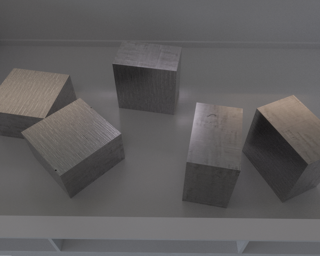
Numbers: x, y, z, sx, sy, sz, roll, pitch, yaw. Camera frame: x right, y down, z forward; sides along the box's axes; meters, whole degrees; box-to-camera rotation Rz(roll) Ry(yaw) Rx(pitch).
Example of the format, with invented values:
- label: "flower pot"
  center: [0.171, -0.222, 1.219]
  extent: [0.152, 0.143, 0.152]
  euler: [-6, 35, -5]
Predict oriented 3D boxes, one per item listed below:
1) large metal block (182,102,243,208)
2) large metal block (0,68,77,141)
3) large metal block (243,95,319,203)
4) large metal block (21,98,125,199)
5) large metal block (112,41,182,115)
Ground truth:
- label: "large metal block"
  center: [0.057, 0.031, 0.344]
  extent: [0.050, 0.080, 0.080]
  euler: [9, 51, 7]
- label: "large metal block"
  center: [-0.168, -0.031, 0.413]
  extent: [0.080, 0.050, 0.080]
  euler: [8, 50, 7]
- label: "large metal block"
  center: [0.145, 0.024, 0.350]
  extent: [0.050, 0.080, 0.080]
  euler: [-20, 53, -16]
- label: "large metal block"
  center: [-0.101, 0.021, 0.370]
  extent: [0.080, 0.050, 0.080]
  euler: [-37, 59, -27]
- label: "large metal block"
  center: [-0.015, -0.068, 0.426]
  extent: [0.080, 0.080, 0.050]
  euler: [8, 51, 6]
